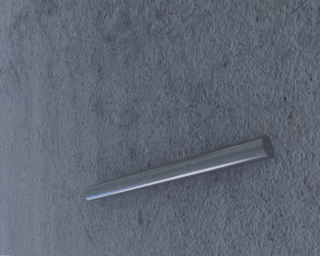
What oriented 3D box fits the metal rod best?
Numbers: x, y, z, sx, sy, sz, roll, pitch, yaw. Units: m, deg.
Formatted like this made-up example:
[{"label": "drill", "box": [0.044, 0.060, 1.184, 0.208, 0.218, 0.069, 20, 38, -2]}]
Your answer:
[{"label": "metal rod", "box": [0.000, 0.062, 0.406, 0.299, 0.025, 0.025, -21, 77, 38]}]
